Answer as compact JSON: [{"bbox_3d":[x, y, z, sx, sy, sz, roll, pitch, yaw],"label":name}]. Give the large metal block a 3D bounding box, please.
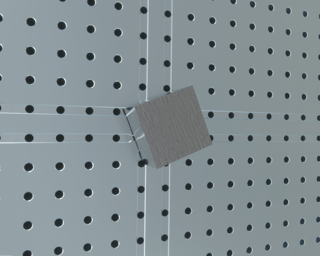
[{"bbox_3d":[0.010,-0.002,0.401,0.081,0.050,0.080,-22,98,-19],"label":"large metal block"}]
